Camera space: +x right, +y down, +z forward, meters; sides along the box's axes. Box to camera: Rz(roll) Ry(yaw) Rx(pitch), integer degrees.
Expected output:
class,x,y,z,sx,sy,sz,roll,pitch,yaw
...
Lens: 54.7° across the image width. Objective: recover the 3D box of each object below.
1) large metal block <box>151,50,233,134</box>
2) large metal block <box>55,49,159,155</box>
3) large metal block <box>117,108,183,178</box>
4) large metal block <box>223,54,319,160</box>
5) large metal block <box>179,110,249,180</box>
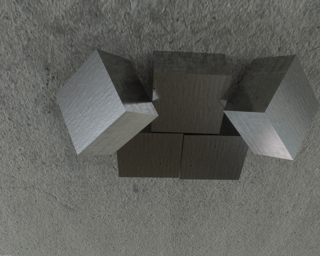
class,x,y,z,sx,sy,sz,roll,pitch,yaw
large metal block,0.032,-0.041,0.358,0.081,0.050,0.079,2,130,-2
large metal block,-0.061,-0.025,0.341,0.080,0.080,0.050,-39,155,28
large metal block,-0.014,0.020,0.408,0.081,0.050,0.079,1,130,-2
large metal block,0.127,-0.023,0.347,0.050,0.080,0.080,8,147,51
large metal block,0.067,0.023,0.411,0.081,0.050,0.079,1,130,-2
